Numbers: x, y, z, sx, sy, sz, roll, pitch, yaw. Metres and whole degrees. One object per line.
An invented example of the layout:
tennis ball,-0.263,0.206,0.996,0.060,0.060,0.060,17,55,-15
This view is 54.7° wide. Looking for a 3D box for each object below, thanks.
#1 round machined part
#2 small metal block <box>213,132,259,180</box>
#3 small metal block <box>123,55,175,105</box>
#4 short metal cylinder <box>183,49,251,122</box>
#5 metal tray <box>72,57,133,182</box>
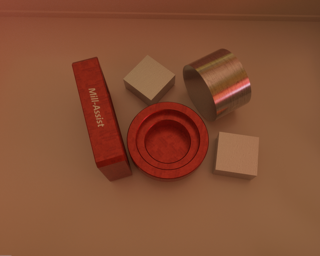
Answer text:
round machined part,0.009,0.020,0.390,0.099,0.042,0.098,0,70,-1
small metal block,0.097,0.036,0.396,0.050,0.025,0.050,8,70,4
small metal block,-0.014,-0.065,0.431,0.050,0.025,0.050,38,75,14
short metal cylinder,0.072,-0.055,0.400,0.050,0.080,0.080,-28,73,-10
metal tray,-0.068,-0.008,0.375,0.030,0.090,0.130,-16,71,-6
